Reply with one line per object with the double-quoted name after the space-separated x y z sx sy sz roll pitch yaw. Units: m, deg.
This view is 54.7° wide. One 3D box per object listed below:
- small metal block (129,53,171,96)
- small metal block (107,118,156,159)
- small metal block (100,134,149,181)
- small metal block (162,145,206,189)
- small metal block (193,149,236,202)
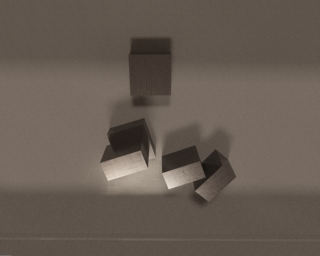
-0.012 -0.068 0.386 0.050 0.025 0.050 -1 110 -1 "small metal block"
-0.037 0.020 0.418 0.050 0.025 0.050 -17 110 5 "small metal block"
-0.042 0.035 0.384 0.050 0.050 0.025 -17 110 6 "small metal block"
0.030 0.052 0.418 0.050 0.050 0.025 -19 109 6 "small metal block"
0.072 0.064 0.423 0.025 0.050 0.050 40 105 -14 "small metal block"
